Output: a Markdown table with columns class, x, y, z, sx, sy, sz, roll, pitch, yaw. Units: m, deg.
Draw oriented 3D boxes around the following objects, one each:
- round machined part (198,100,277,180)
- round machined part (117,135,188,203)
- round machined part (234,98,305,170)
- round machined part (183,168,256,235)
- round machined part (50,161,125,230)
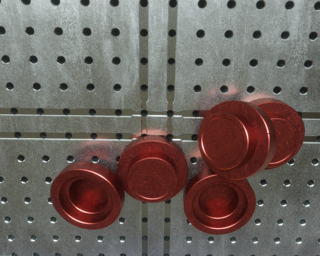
| class | x | y | z | sx | sy | sz | roll | pitch | yaw |
| --- | --- | --- | --- | --- | --- | --- | --- | --- | --- |
| round machined part | 0.087 | 0.015 | 0.380 | 0.042 | 0.098 | 0.097 | -2 | 119 | -48 |
| round machined part | -0.010 | 0.063 | 0.427 | 0.099 | 0.042 | 0.097 | 0 | 110 | 0 |
| round machined part | 0.143 | 0.013 | 0.410 | 0.099 | 0.042 | 0.097 | 0 | 110 | 0 |
| round machined part | 0.082 | 0.099 | 0.441 | 0.099 | 0.042 | 0.097 | 0 | 110 | 0 |
| round machined part | -0.096 | 0.089 | 0.431 | 0.098 | 0.042 | 0.097 | 3 | 114 | 8 |
